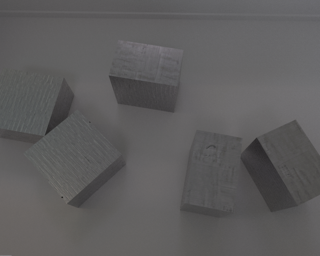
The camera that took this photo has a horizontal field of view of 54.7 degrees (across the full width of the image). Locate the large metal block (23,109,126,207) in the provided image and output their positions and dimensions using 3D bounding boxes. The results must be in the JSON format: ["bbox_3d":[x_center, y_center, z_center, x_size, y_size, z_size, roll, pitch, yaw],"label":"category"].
[{"bbox_3d":[-0.101,0.038,0.382,0.080,0.050,0.080,-42,76,-14],"label":"large metal block"}]

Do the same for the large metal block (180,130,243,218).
[{"bbox_3d":[0.057,0.056,0.360,0.050,0.080,0.080,10,70,4],"label":"large metal block"}]

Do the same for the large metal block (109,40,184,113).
[{"bbox_3d":[-0.015,-0.064,0.404,0.080,0.080,0.050,9,71,3],"label":"large metal block"}]

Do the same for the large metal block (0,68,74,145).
[{"bbox_3d":[-0.168,-0.026,0.404,0.080,0.050,0.080,10,70,3],"label":"large metal block"}]

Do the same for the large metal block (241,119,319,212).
[{"bbox_3d":[0.144,0.048,0.364,0.050,0.080,0.080,-24,72,-8],"label":"large metal block"}]
